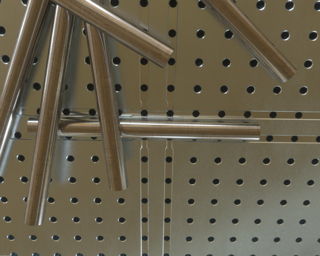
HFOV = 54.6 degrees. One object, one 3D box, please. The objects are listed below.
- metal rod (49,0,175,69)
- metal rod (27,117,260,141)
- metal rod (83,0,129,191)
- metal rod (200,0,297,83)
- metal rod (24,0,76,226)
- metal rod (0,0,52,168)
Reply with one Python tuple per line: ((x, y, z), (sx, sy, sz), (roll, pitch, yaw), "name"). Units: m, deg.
((-0.119, -0.151, 0.327), (0.301, 0.025, 0.025), (31, 107, -2), "metal rod")
((-0.020, 0.001, 0.413), (0.302, 0.025, 0.025), (1, 110, -1), "metal rod")
((-0.069, -0.067, 0.369), (0.025, 0.025, 0.298), (-6, 103, 2), "metal rod")
((0.050, -0.161, 0.354), (0.300, 0.025, 0.025), (41, 105, -14), "metal rod")
((-0.135, -0.020, 0.381), (0.025, 0.025, 0.298), (12, 101, -4), "metal rod")
((-0.185, -0.051, 0.393), (0.025, 0.025, 0.298), (23, 108, -8), "metal rod")
